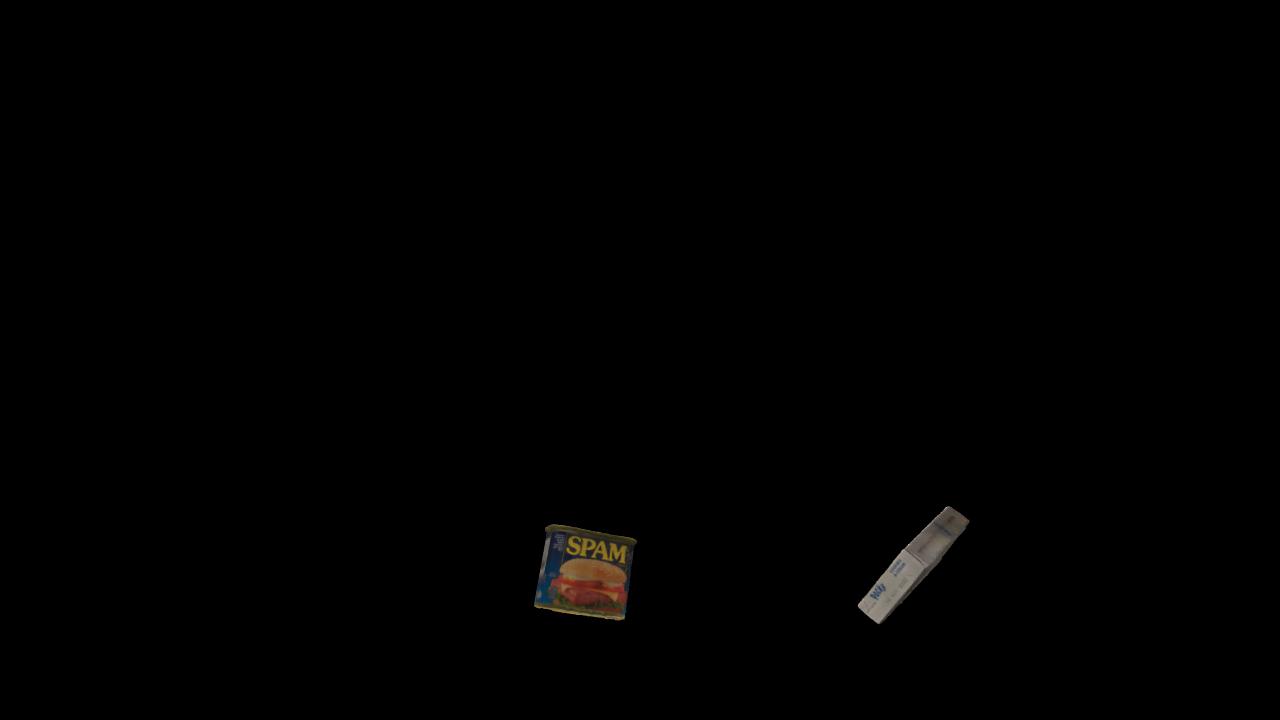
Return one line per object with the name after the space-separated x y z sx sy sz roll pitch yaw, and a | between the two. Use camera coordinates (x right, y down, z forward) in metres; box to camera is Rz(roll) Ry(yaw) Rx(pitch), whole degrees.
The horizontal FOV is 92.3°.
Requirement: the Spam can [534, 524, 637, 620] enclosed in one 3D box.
-0.060 0.233 0.674 0.101 0.085 0.058 15 -26 -15 | Spam can

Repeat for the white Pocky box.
0.279 0.203 0.618 0.028 0.084 0.154 40 28 31 | white Pocky box
